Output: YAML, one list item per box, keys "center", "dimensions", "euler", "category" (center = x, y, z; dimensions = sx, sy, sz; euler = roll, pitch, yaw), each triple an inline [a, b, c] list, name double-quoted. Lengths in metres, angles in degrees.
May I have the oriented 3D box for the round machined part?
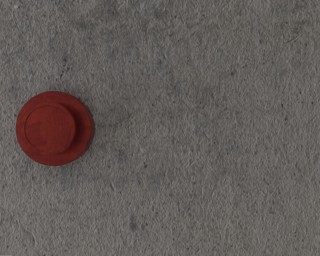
- center: [-0.138, 0.001, 0.400]
  dimensions: [0.099, 0.042, 0.097]
  euler: [0, 90, 0]
  category: "round machined part"
